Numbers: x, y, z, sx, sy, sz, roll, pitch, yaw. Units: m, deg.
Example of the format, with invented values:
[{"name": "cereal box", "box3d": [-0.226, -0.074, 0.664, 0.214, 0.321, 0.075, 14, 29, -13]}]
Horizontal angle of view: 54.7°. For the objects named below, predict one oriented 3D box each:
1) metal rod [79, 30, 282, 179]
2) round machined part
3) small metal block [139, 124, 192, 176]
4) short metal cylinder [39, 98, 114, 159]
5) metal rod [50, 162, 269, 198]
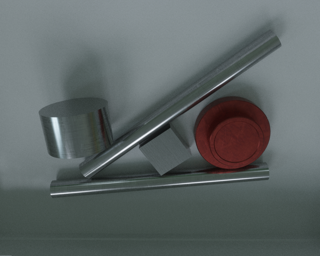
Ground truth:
[{"name": "metal rod", "box3d": [0.017, -0.024, 0.401, 0.300, 0.025, 0.025, -35, 107, 11]}, {"name": "round machined part", "box3d": [0.096, 0.011, 0.404, 0.099, 0.042, 0.097, 0, 110, -1]}, {"name": "small metal block", "box3d": [0.007, 0.028, 0.419, 0.050, 0.025, 0.050, -34, 107, 11]}, {"name": "short metal cylinder", "box3d": [-0.101, -0.002, 0.379, 0.081, 0.080, 0.050, -5, 110, 1]}, {"name": "metal rod", "box3d": [-0.001, 0.074, 0.437, 0.302, 0.025, 0.025, -5, 110, 1]}]
